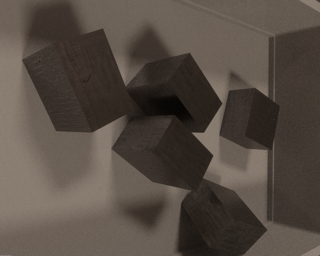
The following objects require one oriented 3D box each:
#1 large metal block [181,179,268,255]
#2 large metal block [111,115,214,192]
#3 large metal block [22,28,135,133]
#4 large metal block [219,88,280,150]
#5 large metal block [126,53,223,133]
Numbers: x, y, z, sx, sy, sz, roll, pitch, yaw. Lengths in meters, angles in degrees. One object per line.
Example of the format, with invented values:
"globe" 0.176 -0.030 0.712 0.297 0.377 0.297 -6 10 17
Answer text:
"large metal block" 0.090 0.125 0.440 0.080 0.080 0.050 27 107 -37
"large metal block" 0.003 0.029 0.375 0.080 0.080 0.050 44 63 -31
"large metal block" -0.081 -0.043 0.304 0.050 0.080 0.080 -32 111 -36
"large metal block" 0.152 -0.013 0.521 0.080 0.050 0.080 24 75 -38
"large metal block" 0.017 -0.040 0.387 0.080 0.080 0.050 51 60 -28
